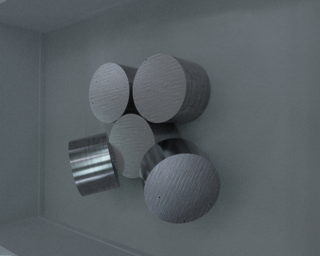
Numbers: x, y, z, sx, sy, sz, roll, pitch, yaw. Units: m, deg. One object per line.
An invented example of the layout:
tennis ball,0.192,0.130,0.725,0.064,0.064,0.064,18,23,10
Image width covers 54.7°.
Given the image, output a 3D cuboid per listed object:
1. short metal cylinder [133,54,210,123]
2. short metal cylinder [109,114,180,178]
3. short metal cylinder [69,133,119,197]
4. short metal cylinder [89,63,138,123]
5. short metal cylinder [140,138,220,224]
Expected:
short metal cylinder,0.013,-0.046,0.376,0.080,0.050,0.079,0,90,39
short metal cylinder,-0.020,0.022,0.401,0.080,0.050,0.079,0,90,39
short metal cylinder,-0.091,0.050,0.434,0.050,0.080,0.080,-14,78,-6
short metal cylinder,-0.053,-0.046,0.428,0.080,0.050,0.079,0,90,39
short metal cylinder,0.020,0.057,0.343,0.050,0.081,0.079,-120,44,-72
